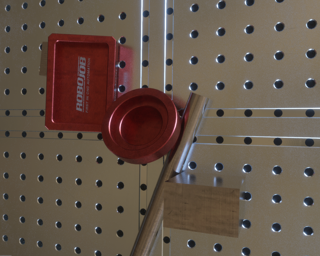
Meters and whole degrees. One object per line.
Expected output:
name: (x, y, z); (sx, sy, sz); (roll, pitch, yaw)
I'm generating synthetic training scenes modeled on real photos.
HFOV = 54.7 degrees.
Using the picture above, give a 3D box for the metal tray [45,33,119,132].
metal tray: (-0.107, -0.061, 0.429); (0.091, 0.030, 0.129); (3, 92, -1)

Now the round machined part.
round machined part: (-0.021, 0.001, 0.397); (0.098, 0.042, 0.098); (-7, 62, 15)

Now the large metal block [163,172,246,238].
large metal block: (0.055, 0.085, 0.363); (0.080, 0.080, 0.050); (2, 91, 19)

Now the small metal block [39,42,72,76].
small metal block: (-0.150, -0.100, 0.464); (0.050, 0.025, 0.050); (8, 93, 19)

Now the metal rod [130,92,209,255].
metal rod: (0.000, 0.097, 0.411); (0.025, 0.025, 0.298); (22, 97, 18)
